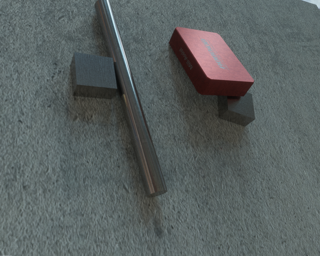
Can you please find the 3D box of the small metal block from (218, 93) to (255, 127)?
[{"bbox_3d":[0.121,-0.036,0.493,0.050,0.025,0.050,17,55,-19],"label":"small metal block"}]

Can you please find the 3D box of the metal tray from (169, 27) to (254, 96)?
[{"bbox_3d":[0.079,-0.106,0.492,0.091,0.030,0.130,-1,49,-29],"label":"metal tray"}]

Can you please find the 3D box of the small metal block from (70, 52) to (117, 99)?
[{"bbox_3d":[-0.086,-0.067,0.399,0.050,0.025,0.050,3,61,-27],"label":"small metal block"}]

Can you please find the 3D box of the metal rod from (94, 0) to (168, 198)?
[{"bbox_3d":[-0.045,-0.056,0.414,0.025,0.025,0.299,-4,64,-30],"label":"metal rod"}]
